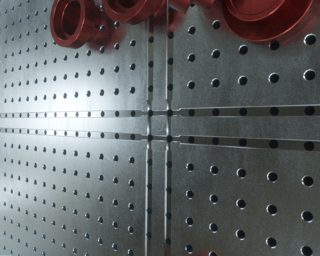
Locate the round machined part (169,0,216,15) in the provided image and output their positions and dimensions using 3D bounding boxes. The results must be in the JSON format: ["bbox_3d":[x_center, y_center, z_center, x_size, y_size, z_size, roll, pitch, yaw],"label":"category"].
[{"bbox_3d":[0.051,-0.167,0.333,0.042,0.098,0.097,28,113,-5],"label":"round machined part"}]

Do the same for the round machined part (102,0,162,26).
[{"bbox_3d":[-0.033,-0.190,0.426,0.098,0.042,0.097,0,90,40],"label":"round machined part"}]

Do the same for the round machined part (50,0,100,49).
[{"bbox_3d":[-0.136,-0.179,0.513,0.098,0.042,0.097,0,90,40],"label":"round machined part"}]

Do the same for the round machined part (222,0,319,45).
[{"bbox_3d":[0.105,-0.137,0.312,0.098,0.042,0.097,0,90,40],"label":"round machined part"}]
